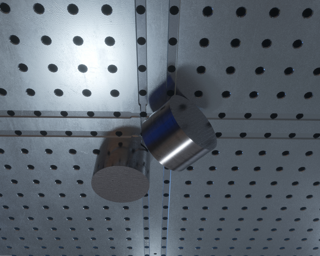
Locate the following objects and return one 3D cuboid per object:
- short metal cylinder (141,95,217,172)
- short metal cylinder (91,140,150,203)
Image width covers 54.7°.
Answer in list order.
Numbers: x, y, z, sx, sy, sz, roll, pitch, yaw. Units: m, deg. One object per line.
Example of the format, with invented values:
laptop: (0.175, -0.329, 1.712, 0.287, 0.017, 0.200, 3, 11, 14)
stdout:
short metal cylinder: (0.024, 0.006, 0.381, 0.080, 0.080, 0.050, 35, 122, -26)
short metal cylinder: (-0.055, 0.064, 0.449, 0.081, 0.050, 0.079, 0, 130, 0)
